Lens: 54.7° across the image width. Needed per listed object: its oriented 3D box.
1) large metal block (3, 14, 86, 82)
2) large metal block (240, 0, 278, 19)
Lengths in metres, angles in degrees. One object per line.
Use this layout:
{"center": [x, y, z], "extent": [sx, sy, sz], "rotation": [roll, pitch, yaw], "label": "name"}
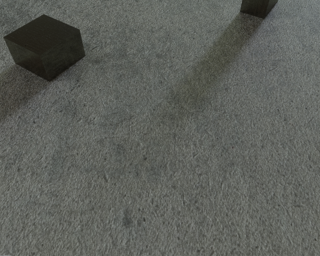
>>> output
{"center": [-0.181, -0.130, 0.495], "extent": [0.080, 0.050, 0.080], "rotation": [28, 55, 21], "label": "large metal block"}
{"center": [0.201, -0.272, 0.597], "extent": [0.050, 0.080, 0.080], "rotation": [26, 55, 20], "label": "large metal block"}
